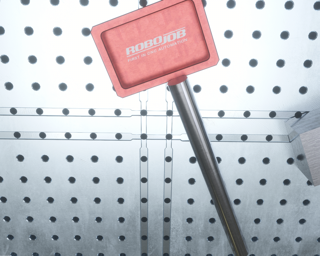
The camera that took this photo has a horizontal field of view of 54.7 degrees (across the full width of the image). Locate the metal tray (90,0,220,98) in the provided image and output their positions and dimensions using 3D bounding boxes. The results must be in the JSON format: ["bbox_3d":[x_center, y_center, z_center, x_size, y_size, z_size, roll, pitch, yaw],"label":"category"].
[{"bbox_3d":[-0.005,-0.100,0.373,0.130,0.030,0.090,-19,109,6],"label":"metal tray"}]

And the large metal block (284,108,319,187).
[{"bbox_3d":[0.223,0.019,0.409,0.080,0.050,0.080,-22,109,7],"label":"large metal block"}]

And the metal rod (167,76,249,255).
[{"bbox_3d":[0.074,0.069,0.423,0.025,0.025,0.299,-20,115,7],"label":"metal rod"}]
